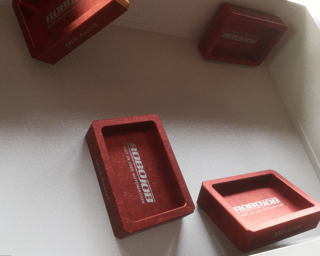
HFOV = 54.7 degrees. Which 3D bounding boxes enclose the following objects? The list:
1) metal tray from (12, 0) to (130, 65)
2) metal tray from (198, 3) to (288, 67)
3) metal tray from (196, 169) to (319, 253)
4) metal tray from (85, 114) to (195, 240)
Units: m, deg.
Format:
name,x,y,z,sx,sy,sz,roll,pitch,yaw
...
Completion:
name,x,y,z,sx,sy,sz,roll,pitch,yaw
metal tray,-0.110,-0.147,0.369,0.090,0.130,0.030,66,20,13
metal tray,0.142,-0.156,0.535,0.131,0.089,0.030,1,50,-28
metal tray,0.123,0.095,0.383,0.131,0.030,0.090,-4,28,-30
metal tray,-0.024,0.050,0.359,0.091,0.030,0.130,-8,66,-32
